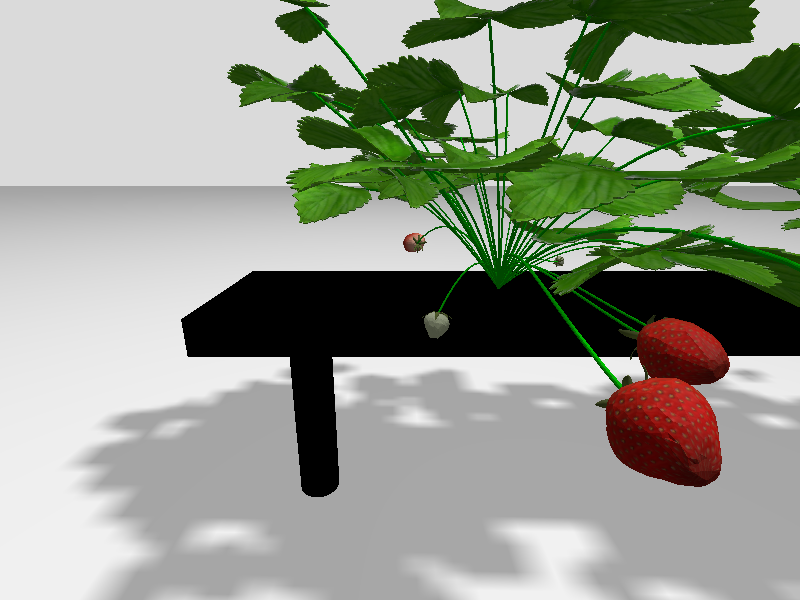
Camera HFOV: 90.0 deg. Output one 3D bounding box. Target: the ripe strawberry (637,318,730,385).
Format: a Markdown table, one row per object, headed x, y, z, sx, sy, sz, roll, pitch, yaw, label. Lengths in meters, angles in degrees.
| x | y | z | sx | sy | sz | roll | pitch | yaw | label |
| --- | --- | --- | --- | --- | --- | --- | --- | --- | --- |
| 0.136 | 0.026 | 0.193 | 0.037 | 0.032 | 0.037 | -5 | 19 | -14 | ripe strawberry |

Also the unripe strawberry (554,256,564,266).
| x | y | z | sx | sy | sz | roll | pitch | yaw | label |
| --- | --- | --- | --- | --- | --- | --- | --- | --- | --- |
| 0.180 | -0.044 | 0.451 | 0.011 | 0.011 | 0.011 | 16 | 23 | 42 | unripe strawberry |

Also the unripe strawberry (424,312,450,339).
| x | y | z | sx | sy | sz | roll | pitch | yaw | label |
| --- | --- | --- | --- | --- | --- | --- | --- | --- | --- |
| 0.023 | 0.017 | 0.255 | 0.016 | 0.016 | 0.014 | 10 | -7 | 29 | unripe strawberry |

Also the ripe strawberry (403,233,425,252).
| x | y | z | sx | sy | sz | roll | pitch | yaw | label |
| --- | --- | --- | --- | --- | --- | --- | --- | --- | --- |
| 0.017 | -0.076 | 0.524 | 0.029 | 0.025 | 0.029 | -7 | 18 | -22 | ripe strawberry |

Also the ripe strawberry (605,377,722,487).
| x | y | z | sx | sy | sz | roll | pitch | yaw | label |
| --- | --- | --- | --- | --- | --- | --- | --- | --- | --- |
| 0.089 | 0.045 | 0.134 | 0.034 | 0.035 | 0.036 | 0 | 18 | 0 | ripe strawberry |
